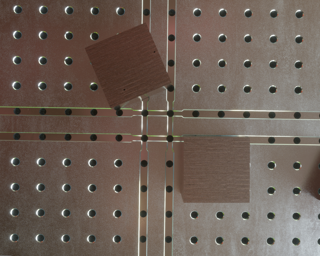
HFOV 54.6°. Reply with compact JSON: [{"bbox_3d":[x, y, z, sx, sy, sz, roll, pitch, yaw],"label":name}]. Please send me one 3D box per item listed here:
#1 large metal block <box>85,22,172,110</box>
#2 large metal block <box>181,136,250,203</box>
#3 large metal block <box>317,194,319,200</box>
[{"bbox_3d":[-0.039,-0.076,0.401,0.080,0.050,0.080,-23,90,0],"label":"large metal block"},{"bbox_3d":[0.069,0.051,0.401,0.080,0.050,0.080,0,90,0],"label":"large metal block"},{"bbox_3d":[0.270,0.079,0.403,0.080,0.050,0.080,25,90,0],"label":"large metal block"}]
